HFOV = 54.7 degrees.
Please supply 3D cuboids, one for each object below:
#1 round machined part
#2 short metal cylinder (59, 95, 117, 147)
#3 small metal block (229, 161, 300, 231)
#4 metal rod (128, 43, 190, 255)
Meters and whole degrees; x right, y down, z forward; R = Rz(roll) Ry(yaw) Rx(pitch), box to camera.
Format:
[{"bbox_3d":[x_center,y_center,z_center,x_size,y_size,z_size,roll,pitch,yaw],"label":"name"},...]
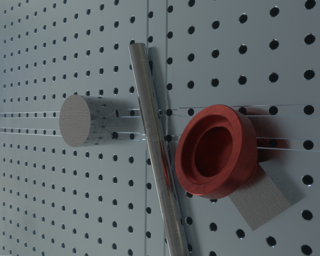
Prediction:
[{"bbox_3d":[0.063,0.028,0.330,0.098,0.042,0.098,-35,44,42],"label":"round machined part"},{"bbox_3d":[-0.114,-0.011,0.487,0.080,0.050,0.079,0,90,40],"label":"short metal cylinder"},{"bbox_3d":[0.105,0.070,0.323,0.050,0.025,0.050,-48,62,29],"label":"small metal block"},{"bbox_3d":[-0.003,0.030,0.411,0.025,0.025,0.299,-19,78,38],"label":"metal rod"}]
